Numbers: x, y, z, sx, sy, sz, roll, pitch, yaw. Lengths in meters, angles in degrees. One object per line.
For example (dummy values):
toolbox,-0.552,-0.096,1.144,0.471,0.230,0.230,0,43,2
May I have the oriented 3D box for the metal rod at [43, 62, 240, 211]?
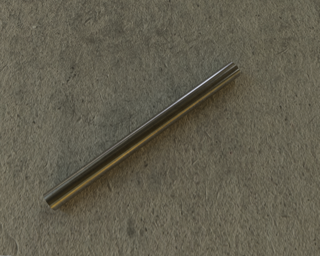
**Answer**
metal rod,-0.014,0.003,0.406,0.301,0.025,0.025,-36,74,-12
